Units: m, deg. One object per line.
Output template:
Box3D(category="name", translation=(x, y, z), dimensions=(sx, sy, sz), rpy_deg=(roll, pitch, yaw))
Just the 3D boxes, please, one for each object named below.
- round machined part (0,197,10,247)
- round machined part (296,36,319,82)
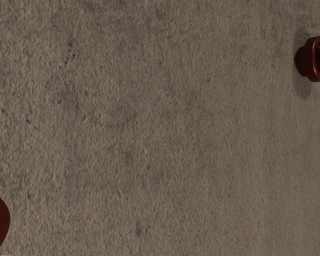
Box3D(category="round machined part", translation=(-0.172, 0.077, 0.233), dimensions=(0.099, 0.042, 0.097), rpy_deg=(-35, 142, -33))
Box3D(category="round machined part", translation=(0.335, -0.149, 0.679), dimensions=(0.099, 0.042, 0.097), rpy_deg=(0, 90, -40))
